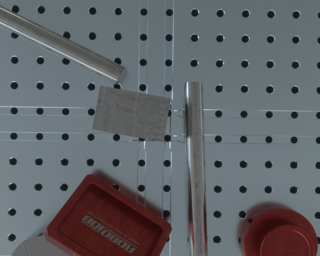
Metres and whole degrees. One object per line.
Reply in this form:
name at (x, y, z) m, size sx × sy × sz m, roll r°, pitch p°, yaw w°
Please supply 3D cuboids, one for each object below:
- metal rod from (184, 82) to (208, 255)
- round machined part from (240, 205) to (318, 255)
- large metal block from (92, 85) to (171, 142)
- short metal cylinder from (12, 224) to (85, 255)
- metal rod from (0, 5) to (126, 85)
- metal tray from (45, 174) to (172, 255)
metal rod at (0.049, 0.089, 0.414) m, size 0.025 × 0.025 × 0.298 m, roll -2°, pitch 90°, yaw -1°
round machined part at (0.160, 0.155, 0.407) m, size 0.099 × 0.042 × 0.097 m, roll 0°, pitch 90°, yaw -1°
large metal block at (-0.032, -0.016, 0.385) m, size 0.080 × 0.080 × 0.050 m, roll 10°, pitch 90°, yaw -1°
short metal cylinder at (-0.143, 0.170, 0.399) m, size 0.081 × 0.050 × 0.079 m, roll 0°, pitch 90°, yaw -1°
metal rod at (-0.185, -0.136, 0.410) m, size 0.301 × 0.025 × 0.025 m, roll 26°, pitch 90°, yaw -1°
metal tray at (-0.061, 0.129, 0.385) m, size 0.130 × 0.030 × 0.090 m, roll 33°, pitch 52°, yaw -1°
